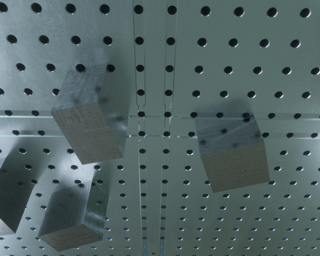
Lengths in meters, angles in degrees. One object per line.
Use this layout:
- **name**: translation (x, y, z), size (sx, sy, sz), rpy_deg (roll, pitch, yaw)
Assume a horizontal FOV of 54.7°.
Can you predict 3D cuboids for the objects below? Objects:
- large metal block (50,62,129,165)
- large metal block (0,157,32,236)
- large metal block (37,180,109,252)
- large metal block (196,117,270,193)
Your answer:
- **large metal block**: translation (-0.076, -0.017, 0.360), size (0.050, 0.080, 0.080), rpy_deg (-11, 130, 9)
- **large metal block**: translation (-0.245, 0.103, 0.460), size (0.050, 0.080, 0.080), rpy_deg (-10, 130, 8)
- **large metal block**: translation (-0.134, 0.139, 0.492), size (0.080, 0.080, 0.050), rpy_deg (-20, 128, 15)
- **large metal block**: translation (0.102, 0.039, 0.430), size (0.080, 0.050, 0.080), rpy_deg (-14, 129, 11)
